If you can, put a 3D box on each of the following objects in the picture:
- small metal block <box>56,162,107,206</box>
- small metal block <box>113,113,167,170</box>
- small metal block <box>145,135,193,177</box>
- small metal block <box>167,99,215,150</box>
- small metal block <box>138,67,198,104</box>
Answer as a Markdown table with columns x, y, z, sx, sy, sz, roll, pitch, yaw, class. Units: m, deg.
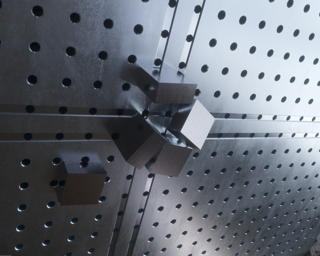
| x | y | z | sx | sy | sz | roll | pitch | yaw | class |
| --- | --- | --- | --- | --- | --- | --- | --- | --- | --- |
| -0.102 | 0.072 | 0.401 | 0.050 | 0.025 | 0.050 | 6 | 115 | -32 | small metal block |
| -0.026 | 0.016 | 0.392 | 0.050 | 0.050 | 0.025 | -47 | 130 | 4 | small metal block |
| 0.011 | 0.040 | 0.444 | 0.050 | 0.025 | 0.050 | 14 | 111 | -35 | small metal block |
| 0.043 | -0.006 | 0.421 | 0.050 | 0.025 | 0.050 | 41 | 70 | -39 | small metal block |
| 0.008 | -0.051 | 0.369 | 0.050 | 0.050 | 0.025 | -2 | 120 | -28 | small metal block |
